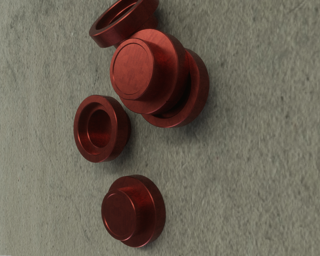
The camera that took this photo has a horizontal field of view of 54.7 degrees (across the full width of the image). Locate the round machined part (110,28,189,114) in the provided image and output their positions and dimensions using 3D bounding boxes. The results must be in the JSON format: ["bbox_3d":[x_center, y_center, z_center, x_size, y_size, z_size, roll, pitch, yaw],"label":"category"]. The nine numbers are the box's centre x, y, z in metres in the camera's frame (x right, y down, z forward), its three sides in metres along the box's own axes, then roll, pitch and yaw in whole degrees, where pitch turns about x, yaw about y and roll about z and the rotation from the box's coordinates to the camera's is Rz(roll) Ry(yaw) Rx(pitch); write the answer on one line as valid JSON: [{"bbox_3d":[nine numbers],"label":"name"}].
[{"bbox_3d":[-0.019,-0.064,0.353,0.098,0.042,0.097,0,91,39],"label":"round machined part"}]

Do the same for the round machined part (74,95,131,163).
[{"bbox_3d":[-0.081,0.001,0.458,0.098,0.042,0.097,0,90,39],"label":"round machined part"}]

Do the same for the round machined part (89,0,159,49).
[{"bbox_3d":[-0.041,-0.137,0.405,0.098,0.042,0.098,-26,36,21],"label":"round machined part"}]

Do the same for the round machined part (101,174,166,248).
[{"bbox_3d":[-0.043,0.115,0.428,0.098,0.042,0.097,0,90,39],"label":"round machined part"}]

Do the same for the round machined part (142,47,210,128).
[{"bbox_3d":[0.018,-0.049,0.377,0.098,0.042,0.097,0,90,39],"label":"round machined part"}]
